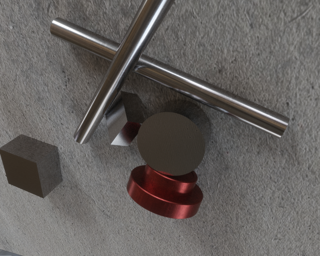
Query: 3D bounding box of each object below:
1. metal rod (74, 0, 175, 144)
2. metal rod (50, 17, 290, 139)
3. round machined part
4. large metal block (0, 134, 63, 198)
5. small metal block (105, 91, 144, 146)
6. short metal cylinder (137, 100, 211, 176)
[{"bbox_3d":[-0.053,-0.059,0.366,0.025,0.025,0.298,42,138,-1],"label":"metal rod"},{"bbox_3d":[0.002,-0.064,0.364,0.301,0.025,0.025,26,127,11],"label":"metal rod"},{"bbox_3d":[0.010,0.071,0.402,0.098,0.098,0.042,23,105,14],"label":"round machined part"},{"bbox_3d":[-0.226,0.067,0.548,0.080,0.050,0.079,16,125,18],"label":"large metal block"},{"bbox_3d":[-0.047,-0.012,0.404,0.025,0.050,0.050,9,139,-33],"label":"small metal block"},{"bbox_3d":[0.019,0.011,0.376,0.080,0.050,0.079,6,113,15],"label":"short metal cylinder"}]
